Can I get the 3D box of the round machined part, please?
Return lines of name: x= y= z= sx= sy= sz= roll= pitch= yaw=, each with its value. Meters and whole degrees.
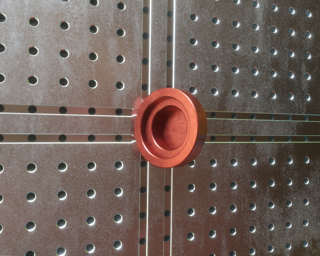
round machined part: x=0.018 y=0.001 z=0.390 sx=0.042 sy=0.098 sz=0.097 roll=4 pitch=88 yaw=-51
